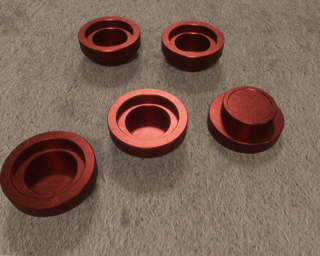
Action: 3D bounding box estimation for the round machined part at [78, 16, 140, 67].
[{"bbox_3d":[-0.081,-0.138,0.507,0.099,0.042,0.098,0,50,0],"label":"round machined part"}]

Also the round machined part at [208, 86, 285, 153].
[{"bbox_3d":[0.114,-0.018,0.409,0.099,0.042,0.098,0,50,0],"label":"round machined part"}]

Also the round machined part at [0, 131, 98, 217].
[{"bbox_3d":[-0.119,0.054,0.346,0.099,0.042,0.098,0,50,0],"label":"round machined part"}]

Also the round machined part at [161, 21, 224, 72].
[{"bbox_3d":[0.051,-0.128,0.501,0.099,0.042,0.098,0,50,0],"label":"round machined part"}]

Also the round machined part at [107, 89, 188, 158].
[{"bbox_3d":[-0.015,-0.001,0.393,0.099,0.042,0.098,0,50,0],"label":"round machined part"}]
